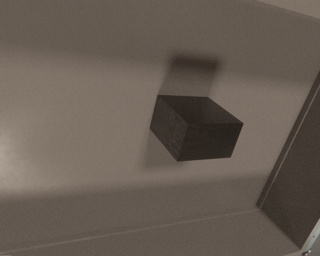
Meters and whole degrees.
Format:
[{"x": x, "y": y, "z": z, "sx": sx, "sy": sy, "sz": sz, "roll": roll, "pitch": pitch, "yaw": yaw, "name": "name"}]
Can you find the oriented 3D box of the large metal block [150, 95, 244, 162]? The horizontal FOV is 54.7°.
[{"x": 0.044, "y": -0.002, "z": 0.397, "sx": 0.081, "sy": 0.080, "sz": 0.050, "roll": -1, "pitch": 119, "yaw": -29, "name": "large metal block"}]
